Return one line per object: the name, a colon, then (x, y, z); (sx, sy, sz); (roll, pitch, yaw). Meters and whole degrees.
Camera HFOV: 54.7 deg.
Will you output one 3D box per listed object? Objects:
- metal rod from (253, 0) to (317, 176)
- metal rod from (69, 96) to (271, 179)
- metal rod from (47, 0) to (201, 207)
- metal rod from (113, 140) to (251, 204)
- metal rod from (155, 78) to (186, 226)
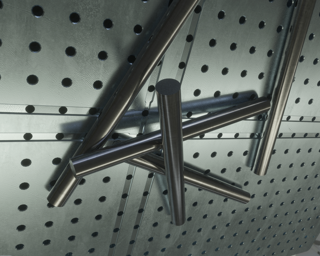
metal rod: (0.188, -0.050, 0.486); (0.025, 0.025, 0.298); (-11, 123, -23)
metal rod: (0.032, 0.005, 0.414); (0.302, 0.025, 0.025); (-18, 126, -26)
metal rod: (-0.049, -0.028, 0.368); (0.025, 0.025, 0.299); (26, 104, -38)
metal rod: (0.051, 0.079, 0.489); (0.301, 0.025, 0.025); (26, 104, -37)
metal rod: (0.020, 0.057, 0.416); (0.025, 0.025, 0.298); (-24, 141, -14)
